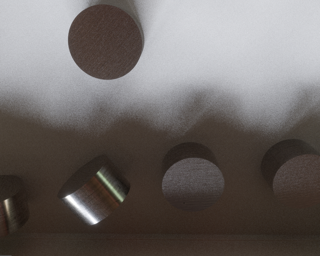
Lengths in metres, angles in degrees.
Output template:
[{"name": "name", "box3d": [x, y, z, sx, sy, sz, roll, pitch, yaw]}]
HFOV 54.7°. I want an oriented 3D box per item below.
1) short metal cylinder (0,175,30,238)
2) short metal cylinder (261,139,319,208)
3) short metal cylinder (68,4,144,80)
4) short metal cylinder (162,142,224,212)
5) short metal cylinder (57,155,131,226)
[{"name": "short metal cylinder", "box3d": [-0.224, 0.105, 0.419, 0.080, 0.080, 0.050, -1, 110, 0]}, {"name": "short metal cylinder", "box3d": [0.186, 0.061, 0.422, 0.081, 0.050, 0.079, 0, 110, 0]}, {"name": "short metal cylinder", "box3d": [-0.060, -0.100, 0.360, 0.081, 0.050, 0.079, 0, 110, 0]}, {"name": "short metal cylinder", "box3d": [0.043, 0.066, 0.422, 0.081, 0.050, 0.079, 0, 110, 0]}, {"name": "short metal cylinder", "box3d": [-0.087, 0.081, 0.411, 0.080, 0.080, 0.050, -34, 107, 11]}]
